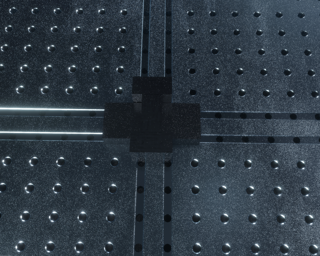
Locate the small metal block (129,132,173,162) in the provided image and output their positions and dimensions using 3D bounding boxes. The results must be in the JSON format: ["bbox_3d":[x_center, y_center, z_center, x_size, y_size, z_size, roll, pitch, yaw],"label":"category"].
[{"bbox_3d":[-0.010,0.025,0.389,0.050,0.050,0.025,1,70,0],"label":"small metal block"}]

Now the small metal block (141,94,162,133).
[{"bbox_3d":[-0.010,-0.010,0.401,0.025,0.050,0.050,1,70,0],"label":"small metal block"}]

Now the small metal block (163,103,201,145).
[{"bbox_3d":[0.028,-0.005,0.414,0.050,0.025,0.050,1,70,0],"label":"small metal block"}]

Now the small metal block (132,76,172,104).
[{"bbox_3d":[-0.010,-0.046,0.415,0.050,0.050,0.025,1,70,0],"label":"small metal block"}]

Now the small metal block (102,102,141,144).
[{"bbox_3d":[-0.048,-0.006,0.413,0.050,0.025,0.050,1,70,0],"label":"small metal block"}]
